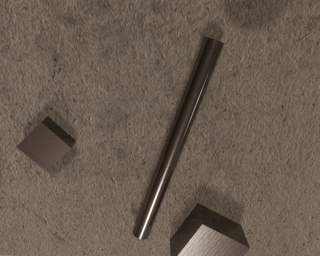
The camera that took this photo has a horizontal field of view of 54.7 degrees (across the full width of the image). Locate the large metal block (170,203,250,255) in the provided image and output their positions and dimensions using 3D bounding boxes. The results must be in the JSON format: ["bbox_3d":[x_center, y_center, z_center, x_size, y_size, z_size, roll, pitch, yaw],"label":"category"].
[{"bbox_3d":[0.071,0.173,0.461,0.080,0.050,0.080,29,107,-11],"label":"large metal block"}]

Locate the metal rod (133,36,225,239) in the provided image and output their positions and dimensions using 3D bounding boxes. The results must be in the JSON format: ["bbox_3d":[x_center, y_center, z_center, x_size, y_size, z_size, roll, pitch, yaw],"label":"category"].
[{"bbox_3d":[0.018,0.027,0.419,0.025,0.025,0.298,17,109,-7],"label":"metal rod"}]

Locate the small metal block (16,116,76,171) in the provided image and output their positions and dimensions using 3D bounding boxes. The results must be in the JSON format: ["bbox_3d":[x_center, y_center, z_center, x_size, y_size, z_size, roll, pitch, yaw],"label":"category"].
[{"bbox_3d":[-0.152,0.021,0.415,0.050,0.025,0.050,-41,106,13],"label":"small metal block"}]
